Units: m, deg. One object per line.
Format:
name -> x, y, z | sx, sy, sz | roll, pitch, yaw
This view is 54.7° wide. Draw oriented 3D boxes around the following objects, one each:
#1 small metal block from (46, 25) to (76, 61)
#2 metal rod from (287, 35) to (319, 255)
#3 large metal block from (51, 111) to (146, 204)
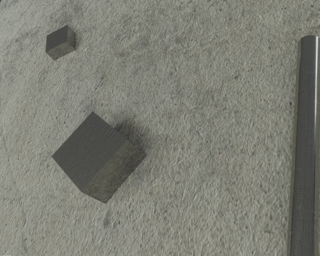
small metal block -> -0.194, -0.167, 0.605 | 0.050, 0.025, 0.050 | -22, 54, 14
metal rod -> 0.145, 0.029, 0.309 | 0.025, 0.025, 0.300 | 0, 62, 28
large metal block -> -0.080, 0.037, 0.405 | 0.080, 0.050, 0.080 | -49, 52, -7
